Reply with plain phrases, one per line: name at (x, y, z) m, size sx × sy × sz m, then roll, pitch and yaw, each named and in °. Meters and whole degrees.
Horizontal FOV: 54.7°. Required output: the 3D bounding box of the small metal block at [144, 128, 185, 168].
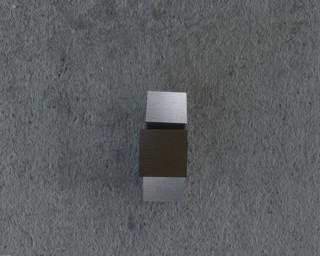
small metal block at (0.006, 0.026, 0.412) m, size 0.050 × 0.025 × 0.050 m, roll 2°, pitch 90°, yaw -1°

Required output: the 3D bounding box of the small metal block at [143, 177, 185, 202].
small metal block at (0.004, 0.069, 0.399) m, size 0.050 × 0.025 × 0.050 m, roll 2°, pitch 131°, yaw -1°

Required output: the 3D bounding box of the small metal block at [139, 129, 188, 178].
small metal block at (0.003, 0.027, 0.336) m, size 0.050 × 0.025 × 0.050 m, roll 1°, pitch 90°, yaw -1°

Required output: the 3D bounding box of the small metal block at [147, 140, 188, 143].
small metal block at (0.006, 0.027, 0.373) m, size 0.050 × 0.050 × 0.025 m, roll 2°, pitch 90°, yaw -1°

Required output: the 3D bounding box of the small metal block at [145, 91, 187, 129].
small metal block at (0.008, -0.020, 0.399) m, size 0.050 × 0.025 × 0.050 m, roll 3°, pitch 54°, yaw 0°
